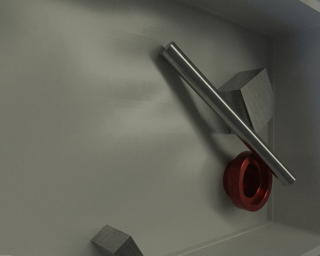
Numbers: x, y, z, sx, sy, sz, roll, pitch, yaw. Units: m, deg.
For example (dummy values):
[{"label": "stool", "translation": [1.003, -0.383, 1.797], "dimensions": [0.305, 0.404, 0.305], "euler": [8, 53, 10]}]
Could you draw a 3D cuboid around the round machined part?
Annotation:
[{"label": "round machined part", "translation": [0.144, 0.087, 0.519], "dimensions": [0.099, 0.042, 0.097], "euler": [0, 90, -40]}]

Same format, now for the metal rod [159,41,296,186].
[{"label": "metal rod", "translation": [0.111, -0.011, 0.466], "dimensions": [0.300, 0.025, 0.025], "euler": [43, 63, -19]}]

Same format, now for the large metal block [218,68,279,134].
[{"label": "large metal block", "translation": [0.146, -0.044, 0.515], "dimensions": [0.080, 0.050, 0.080], "euler": [-38, 114, -34]}]

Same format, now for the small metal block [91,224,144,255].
[{"label": "small metal block", "translation": [-0.045, 0.143, 0.354], "dimensions": [0.025, 0.050, 0.050], "euler": [-41, 115, -33]}]
